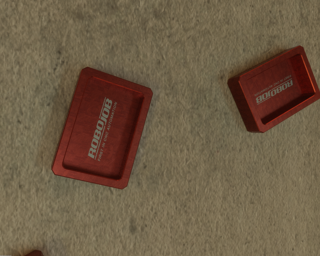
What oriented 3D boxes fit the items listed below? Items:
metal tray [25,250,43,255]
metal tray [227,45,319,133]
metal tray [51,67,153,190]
[{"bbox_3d":[-0.152,0.220,0.351,0.091,0.030,0.129,-26,99,-18],"label":"metal tray"},{"bbox_3d":[0.177,-0.059,0.473,0.131,0.030,0.090,-28,100,-18],"label":"metal tray"},{"bbox_3d":[-0.070,0.001,0.381,0.091,0.030,0.129,17,84,-20],"label":"metal tray"}]
